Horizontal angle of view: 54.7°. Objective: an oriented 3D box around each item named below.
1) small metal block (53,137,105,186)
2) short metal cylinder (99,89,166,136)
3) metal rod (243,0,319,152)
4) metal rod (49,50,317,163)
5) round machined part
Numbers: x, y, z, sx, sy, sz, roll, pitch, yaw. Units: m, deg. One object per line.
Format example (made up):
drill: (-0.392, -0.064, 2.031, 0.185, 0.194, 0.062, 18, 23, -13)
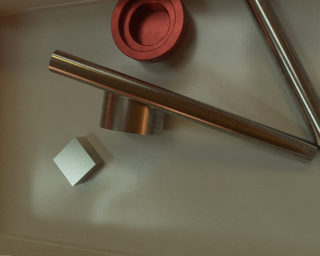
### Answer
small metal block: (-0.118, 0.048, 0.451, 0.050, 0.025, 0.050, -43, 77, 14)
short metal cylinder: (-0.033, -0.021, 0.392, 0.080, 0.080, 0.050, 9, 93, 19)
metal rod: (0.165, -0.037, 0.352, 0.025, 0.025, 0.299, -26, 82, 18)
metal rod: (0.028, -0.022, 0.342, 0.302, 0.025, 0.025, 19, 97, -4)
round machined part: (-0.010, -0.133, 0.404, 0.098, 0.042, 0.097, 0, 90, 19)
